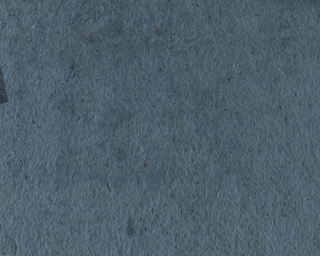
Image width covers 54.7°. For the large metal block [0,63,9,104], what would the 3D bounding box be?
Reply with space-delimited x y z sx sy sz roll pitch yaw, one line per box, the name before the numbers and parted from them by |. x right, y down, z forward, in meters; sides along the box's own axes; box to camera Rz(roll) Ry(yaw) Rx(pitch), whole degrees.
large metal block | -0.263 -0.068 0.418 0.080 0.050 0.080 -19 71 -7
